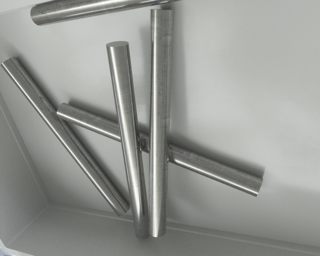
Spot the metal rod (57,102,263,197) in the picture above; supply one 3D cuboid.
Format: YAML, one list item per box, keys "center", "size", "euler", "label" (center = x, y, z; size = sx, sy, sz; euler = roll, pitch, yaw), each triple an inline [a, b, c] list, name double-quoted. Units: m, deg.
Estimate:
- center: [-0.011, 0.024, 0.427]
  size: [0.301, 0.025, 0.025]
  euler: [20, 126, 15]
  label: "metal rod"

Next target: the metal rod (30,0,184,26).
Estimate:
- center: [-0.026, -0.138, 0.325]
  size: [0.300, 0.025, 0.025]
  euler: [3, 120, 30]
  label: "metal rod"

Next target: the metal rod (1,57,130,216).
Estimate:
- center: [-0.144, 0.021, 0.494]
  size: [0.025, 0.025, 0.299]
  euler: [-25, 105, 36]
  label: "metal rod"

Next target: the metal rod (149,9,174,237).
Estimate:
- center: [-0.001, 0.011, 0.387]
  size: [0.025, 0.025, 0.298]
  euler: [11, 115, 22]
  label: "metal rod"

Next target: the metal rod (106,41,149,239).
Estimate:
- center: [-0.037, 0.036, 0.415]
  size: [0.025, 0.025, 0.298]
  euler: [9, 122, 23]
  label: "metal rod"
